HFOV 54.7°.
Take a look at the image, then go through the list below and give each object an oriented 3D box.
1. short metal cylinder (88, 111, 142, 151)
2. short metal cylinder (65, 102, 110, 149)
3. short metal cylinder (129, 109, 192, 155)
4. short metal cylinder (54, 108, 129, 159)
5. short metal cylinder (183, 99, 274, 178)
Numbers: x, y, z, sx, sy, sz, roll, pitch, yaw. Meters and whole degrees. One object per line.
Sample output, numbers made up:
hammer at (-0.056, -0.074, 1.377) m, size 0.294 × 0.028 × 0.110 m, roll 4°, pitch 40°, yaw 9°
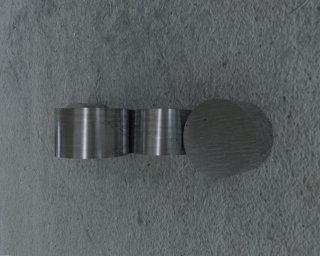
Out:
short metal cylinder at (-0.060, 0.003, 0.421) m, size 0.080 × 0.081 × 0.050 m, roll 1°, pitch 91°, yaw 40°
short metal cylinder at (-0.112, 0.001, 0.483) m, size 0.080 × 0.050 × 0.080 m, roll 0°, pitch 90°, yaw 39°
short metal cylinder at (0.001, 0.004, 0.370) m, size 0.080 × 0.081 × 0.050 m, roll 1°, pitch 90°, yaw 40°
short metal cylinder at (-0.074, 0.004, 0.342) m, size 0.080 × 0.081 × 0.050 m, roll 1°, pitch 92°, yaw 40°
short metal cylinder at (0.072, 0.010, 0.330) m, size 0.080 × 0.050 × 0.080 m, roll 1°, pitch 91°, yaw 39°
